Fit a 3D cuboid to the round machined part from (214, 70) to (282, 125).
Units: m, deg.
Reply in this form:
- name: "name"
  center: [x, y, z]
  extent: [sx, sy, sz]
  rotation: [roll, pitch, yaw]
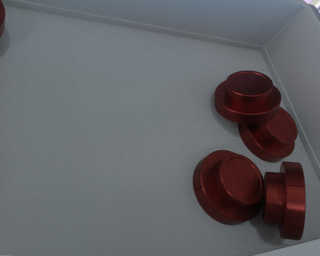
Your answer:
- name: "round machined part"
  center: [0.134, -0.053, 0.472]
  extent: [0.099, 0.042, 0.098]
  rotation: [-3, 42, 3]

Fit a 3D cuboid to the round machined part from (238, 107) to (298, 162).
- name: "round machined part"
  center: [0.177, 0.002, 0.492]
  extent: [0.099, 0.042, 0.098]
  rotation: [14, 56, -21]

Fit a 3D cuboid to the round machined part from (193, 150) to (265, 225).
- name: "round machined part"
  center: [0.096, 0.073, 0.404]
  extent: [0.099, 0.042, 0.098]
  rotation: [14, 56, -21]

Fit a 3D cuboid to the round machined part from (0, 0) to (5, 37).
- name: "round machined part"
  center: [-0.229, -0.122, 0.346]
  extent: [0.099, 0.042, 0.098]
  rotation: [14, 56, -21]

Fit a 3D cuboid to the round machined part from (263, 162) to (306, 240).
- name: "round machined part"
  center: [0.158, 0.092, 0.402]
  extent: [0.042, 0.098, 0.098]
  rotation: [2, 53, 16]
